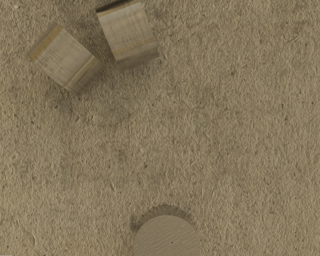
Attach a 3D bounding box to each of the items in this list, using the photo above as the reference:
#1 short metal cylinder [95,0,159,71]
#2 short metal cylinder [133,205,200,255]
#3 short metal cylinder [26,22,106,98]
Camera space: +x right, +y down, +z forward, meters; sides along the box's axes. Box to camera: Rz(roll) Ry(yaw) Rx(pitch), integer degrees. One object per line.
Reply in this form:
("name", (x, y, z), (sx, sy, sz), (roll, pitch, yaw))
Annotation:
("short metal cylinder", (-0.039, -0.117, 0.382), (0.050, 0.080, 0.080), (-22, 90, 0))
("short metal cylinder", (0.008, 0.144, 0.397), (0.081, 0.050, 0.080), (0, 90, 0))
("short metal cylinder", (-0.113, -0.083, 0.381), (0.080, 0.080, 0.050), (42, 90, 0))
